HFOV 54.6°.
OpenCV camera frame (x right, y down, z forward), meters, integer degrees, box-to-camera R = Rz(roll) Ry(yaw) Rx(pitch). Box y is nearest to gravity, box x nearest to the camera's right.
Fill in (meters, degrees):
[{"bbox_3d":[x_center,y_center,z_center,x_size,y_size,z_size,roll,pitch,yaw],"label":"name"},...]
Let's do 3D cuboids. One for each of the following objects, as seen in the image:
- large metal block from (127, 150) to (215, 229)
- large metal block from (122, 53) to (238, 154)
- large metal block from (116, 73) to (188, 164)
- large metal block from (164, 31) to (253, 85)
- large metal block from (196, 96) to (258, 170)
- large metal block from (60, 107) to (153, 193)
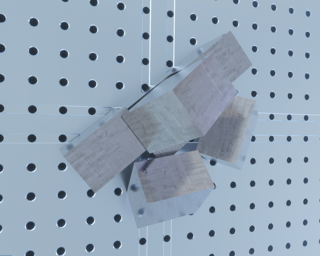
[{"bbox_3d":[0.009,0.076,0.379,0.081,0.080,0.050,-9,57,-20],"label":"large metal block"},{"bbox_3d":[0.021,-0.025,0.324,0.050,0.080,0.080,54,49,-12],"label":"large metal block"},{"bbox_3d":[0.000,-0.011,0.400,0.080,0.050,0.080,-41,103,-15],"label":"large metal block"},{"bbox_3d":[0.056,-0.073,0.404,0.080,0.080,0.050,-41,104,-15],"label":"large metal block"},{"bbox_3d":[0.091,0.007,0.409,0.050,0.080,0.080,17,83,22],"label":"large metal block"},{"bbox_3d":[-0.065,0.022,0.358,0.080,0.080,0.050,-40,103,-16],"label":"large metal block"}]
